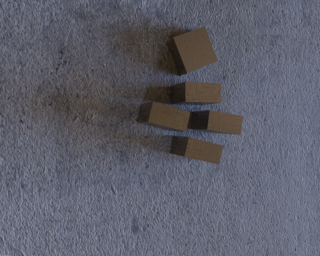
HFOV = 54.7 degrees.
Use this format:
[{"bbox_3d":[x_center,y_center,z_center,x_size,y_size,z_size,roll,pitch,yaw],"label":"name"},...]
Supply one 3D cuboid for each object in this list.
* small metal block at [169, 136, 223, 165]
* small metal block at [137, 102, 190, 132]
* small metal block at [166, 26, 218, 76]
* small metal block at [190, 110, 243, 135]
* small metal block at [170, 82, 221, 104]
[{"bbox_3d":[0.047,0.029,0.413,0.050,0.050,0.025,15,85,-20],"label":"small metal block"},{"bbox_3d":[0.003,-0.014,0.397,0.050,0.050,0.025,14,85,-20],"label":"small metal block"},{"bbox_3d":[0.044,-0.105,0.425,0.050,0.025,0.050,-25,99,-18],"label":"small metal block"},{"bbox_3d":[0.076,-0.007,0.424,0.050,0.050,0.025,9,87,-20],"label":"small metal block"},{"bbox_3d":[0.046,-0.045,0.413,0.050,0.050,0.025,0,90,-20],"label":"small metal block"}]
